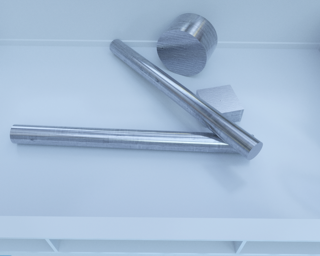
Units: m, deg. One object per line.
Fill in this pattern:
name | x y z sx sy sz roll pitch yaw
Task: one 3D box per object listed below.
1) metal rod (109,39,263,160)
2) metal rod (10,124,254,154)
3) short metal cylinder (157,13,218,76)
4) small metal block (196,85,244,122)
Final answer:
metal rod | 0.016 -0.056 0.432 0.025 0.025 0.300 -30 50 -23
metal rod | -0.035 0.014 0.392 0.302 0.025 0.025 2 50 1
short metal cylinder | 0.042 -0.127 0.477 0.080 0.080 0.050 20 53 15
small metal block | 0.082 -0.031 0.432 0.050 0.025 0.050 -10 51 -9
